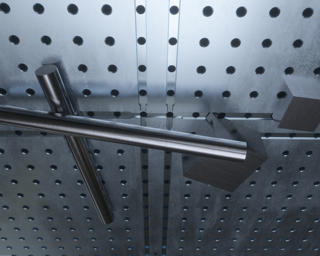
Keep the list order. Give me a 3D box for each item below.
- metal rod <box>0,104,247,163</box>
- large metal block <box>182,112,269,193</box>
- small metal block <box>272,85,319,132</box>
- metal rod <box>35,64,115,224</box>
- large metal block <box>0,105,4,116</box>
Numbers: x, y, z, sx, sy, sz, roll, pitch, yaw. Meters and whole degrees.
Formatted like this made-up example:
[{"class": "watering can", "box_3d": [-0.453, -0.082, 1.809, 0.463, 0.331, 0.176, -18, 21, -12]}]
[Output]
[{"class": "metal rod", "box_3d": [-0.050, 0.006, 0.369, 0.302, 0.025, 0.025, 9, 130, 1]}, {"class": "large metal block", "box_3d": [0.085, 0.036, 0.426, 0.080, 0.050, 0.080, 21, 127, -17]}, {"class": "small metal block", "box_3d": [0.179, -0.024, 0.393, 0.050, 0.025, 0.050, 6, 130, -6]}, {"class": "metal rod", "box_3d": [-0.111, 0.046, 0.449, 0.025, 0.025, 0.298, -6, 130, 5]}, {"class": "large metal block", "box_3d": [-0.252, -0.031, 0.366, 0.080, 0.050, 0.080, -9, 130, 7]}]
